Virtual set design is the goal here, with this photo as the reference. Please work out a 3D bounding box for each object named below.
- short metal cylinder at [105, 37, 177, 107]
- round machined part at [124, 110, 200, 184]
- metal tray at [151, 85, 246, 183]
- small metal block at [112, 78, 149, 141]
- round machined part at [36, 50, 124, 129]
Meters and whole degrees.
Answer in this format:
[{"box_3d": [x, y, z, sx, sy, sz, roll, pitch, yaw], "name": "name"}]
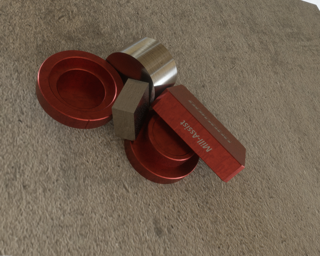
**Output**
[{"box_3d": [-0.025, -0.070, 0.401, 0.080, 0.080, 0.050, 44, 51, 2], "name": "short metal cylinder"}, {"box_3d": [0.008, 0.017, 0.390, 0.099, 0.042, 0.098, 14, 56, -21], "name": "round machined part"}, {"box_3d": [0.055, 0.001, 0.404, 0.130, 0.030, 0.090, 46, 19, 3], "name": "metal tray"}, {"box_3d": [-0.033, -0.021, 0.363, 0.025, 0.050, 0.050, 15, 52, 9], "name": "small metal block"}, {"box_3d": [-0.095, -0.041, 0.369, 0.099, 0.042, 0.098, 14, 56, -21], "name": "round machined part"}]
